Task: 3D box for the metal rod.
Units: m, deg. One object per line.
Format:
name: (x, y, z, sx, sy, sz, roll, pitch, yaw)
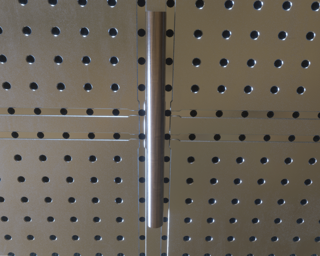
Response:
metal rod: (-0.006, 0.003, 0.414, 0.025, 0.025, 0.298, 0, 110, -1)
